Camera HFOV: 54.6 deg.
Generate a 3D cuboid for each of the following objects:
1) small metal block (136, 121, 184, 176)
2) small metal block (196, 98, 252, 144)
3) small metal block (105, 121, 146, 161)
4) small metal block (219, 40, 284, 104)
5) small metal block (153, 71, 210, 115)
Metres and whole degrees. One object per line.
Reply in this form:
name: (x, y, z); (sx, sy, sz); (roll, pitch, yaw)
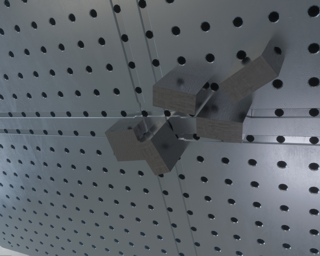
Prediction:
small metal block: (0.002, 0.026, 0.411); (0.025, 0.050, 0.050); (-20, 108, 36)
small metal block: (0.073, -0.010, 0.351); (0.050, 0.050, 0.025); (9, 122, 24)
small metal block: (-0.044, 0.020, 0.447); (0.050, 0.025, 0.050); (-7, 115, 31)
small metal block: (0.093, -0.056, 0.312); (0.050, 0.050, 0.025); (-35, 99, 38)
small metal block: (0.025, -0.042, 0.356); (0.050, 0.050, 0.025); (14, 124, 20)
